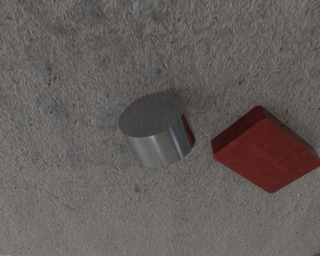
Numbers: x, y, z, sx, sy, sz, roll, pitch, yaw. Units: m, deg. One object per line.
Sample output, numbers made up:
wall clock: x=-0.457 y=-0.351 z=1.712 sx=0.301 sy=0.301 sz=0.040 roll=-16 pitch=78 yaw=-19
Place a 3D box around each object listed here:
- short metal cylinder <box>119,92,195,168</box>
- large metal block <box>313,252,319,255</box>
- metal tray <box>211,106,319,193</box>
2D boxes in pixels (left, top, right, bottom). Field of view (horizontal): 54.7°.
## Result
short metal cylinder: x=-0.003 y=0.001 z=0.372 sx=0.080 sy=0.080 sz=0.050 roll=-14 pitch=129 yaw=11
large metal block: x=0.373 y=0.287 z=0.639 sx=0.080 sy=0.050 sz=0.080 roll=25 pitch=126 yaw=-20
metal tray: x=0.148 y=0.035 z=0.436 sx=0.130 sy=0.030 sz=0.090 roll=32 pitch=123 yaw=-25
